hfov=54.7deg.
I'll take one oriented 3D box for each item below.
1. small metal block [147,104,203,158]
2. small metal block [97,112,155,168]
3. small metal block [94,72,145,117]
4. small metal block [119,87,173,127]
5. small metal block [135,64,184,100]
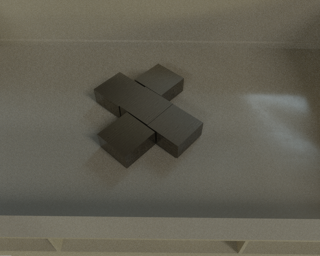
[{"bbox_3d":[0.020,0.003,0.400,0.050,0.025,0.050,34,58,25],"label":"small metal block"},{"bbox_3d":[-0.042,0.014,0.391,0.050,0.025,0.050,35,59,26],"label":"small metal block"},{"bbox_3d":[-0.057,-0.047,0.442,0.050,0.025,0.050,34,58,25],"label":"small metal block"},{"bbox_3d":[-0.018,-0.023,0.420,0.050,0.025,0.050,34,58,25],"label":"small metal block"},{"bbox_3d":[-0.001,-0.063,0.455,0.050,0.025,0.050,34,57,25],"label":"small metal block"}]
